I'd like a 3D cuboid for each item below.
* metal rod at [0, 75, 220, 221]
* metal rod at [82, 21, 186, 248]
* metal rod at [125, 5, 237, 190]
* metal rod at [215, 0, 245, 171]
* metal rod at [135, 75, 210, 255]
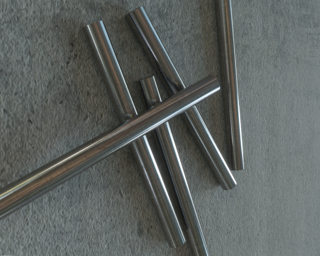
[{"bbox_3d":[-0.047,0.011,0.338,0.302,0.025,0.025,-31,110,-27],"label":"metal rod"},{"bbox_3d":[-0.025,0.021,0.383,0.025,0.025,0.298,-32,110,-35],"label":"metal rod"},{"bbox_3d":[0.039,-0.026,0.437,0.025,0.025,0.299,-46,118,-30],"label":"metal rod"},{"bbox_3d":[0.111,-0.081,0.497,0.025,0.025,0.298,-10,97,-40],"label":"metal rod"},{"bbox_3d":[0.025,0.075,0.425,0.025,0.025,0.298,-29,108,-36],"label":"metal rod"}]
